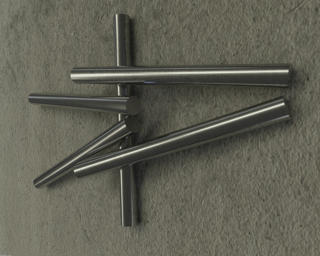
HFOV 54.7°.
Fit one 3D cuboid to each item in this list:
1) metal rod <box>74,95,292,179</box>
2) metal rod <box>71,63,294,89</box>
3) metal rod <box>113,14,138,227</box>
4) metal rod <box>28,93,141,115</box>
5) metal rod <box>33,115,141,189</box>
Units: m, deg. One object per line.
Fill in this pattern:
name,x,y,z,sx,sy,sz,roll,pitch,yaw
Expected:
metal rod,0.004,0.021,0.381,0.300,0.025,0.025,-19,78,31
metal rod,0.002,-0.065,0.382,0.300,0.025,0.025,6,94,33
metal rod,-0.050,-0.012,0.445,0.025,0.025,0.298,-4,87,39
metal rod,-0.139,-0.043,0.500,0.300,0.025,0.025,8,95,45
metal rod,-0.133,0.050,0.495,0.299,0.025,0.025,-29,72,41
